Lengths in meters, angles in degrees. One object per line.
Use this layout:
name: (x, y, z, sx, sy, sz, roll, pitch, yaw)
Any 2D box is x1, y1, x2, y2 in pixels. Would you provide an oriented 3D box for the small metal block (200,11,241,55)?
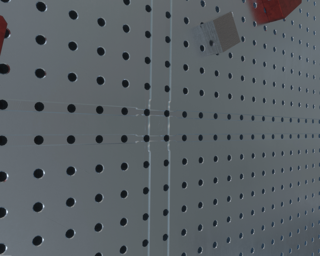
small metal block: (0.096, -0.149, 0.489, 0.050, 0.025, 0.050, -36, 112, -34)

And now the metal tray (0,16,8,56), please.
metal tray: (-0.199, -0.066, 0.238, 0.131, 0.030, 0.090, 14, 81, -39)

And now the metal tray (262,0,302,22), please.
metal tray: (0.223, -0.282, 0.592, 0.090, 0.030, 0.130, -43, 116, -32)
